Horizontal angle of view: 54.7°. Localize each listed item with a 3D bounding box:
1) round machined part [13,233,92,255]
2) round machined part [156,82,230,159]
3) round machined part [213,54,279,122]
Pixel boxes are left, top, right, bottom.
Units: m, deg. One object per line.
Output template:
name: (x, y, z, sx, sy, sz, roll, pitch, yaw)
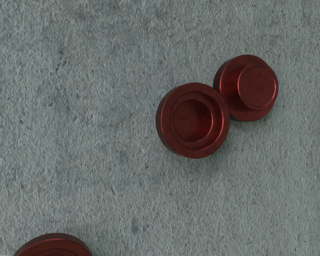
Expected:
round machined part: (-0.124, 0.168, 0.354, 0.099, 0.042, 0.097, 0, 90, -20)
round machined part: (0.040, -0.010, 0.415, 0.099, 0.042, 0.097, 0, 90, -20)
round machined part: (0.130, -0.058, 0.448, 0.099, 0.042, 0.097, 0, 90, -20)
